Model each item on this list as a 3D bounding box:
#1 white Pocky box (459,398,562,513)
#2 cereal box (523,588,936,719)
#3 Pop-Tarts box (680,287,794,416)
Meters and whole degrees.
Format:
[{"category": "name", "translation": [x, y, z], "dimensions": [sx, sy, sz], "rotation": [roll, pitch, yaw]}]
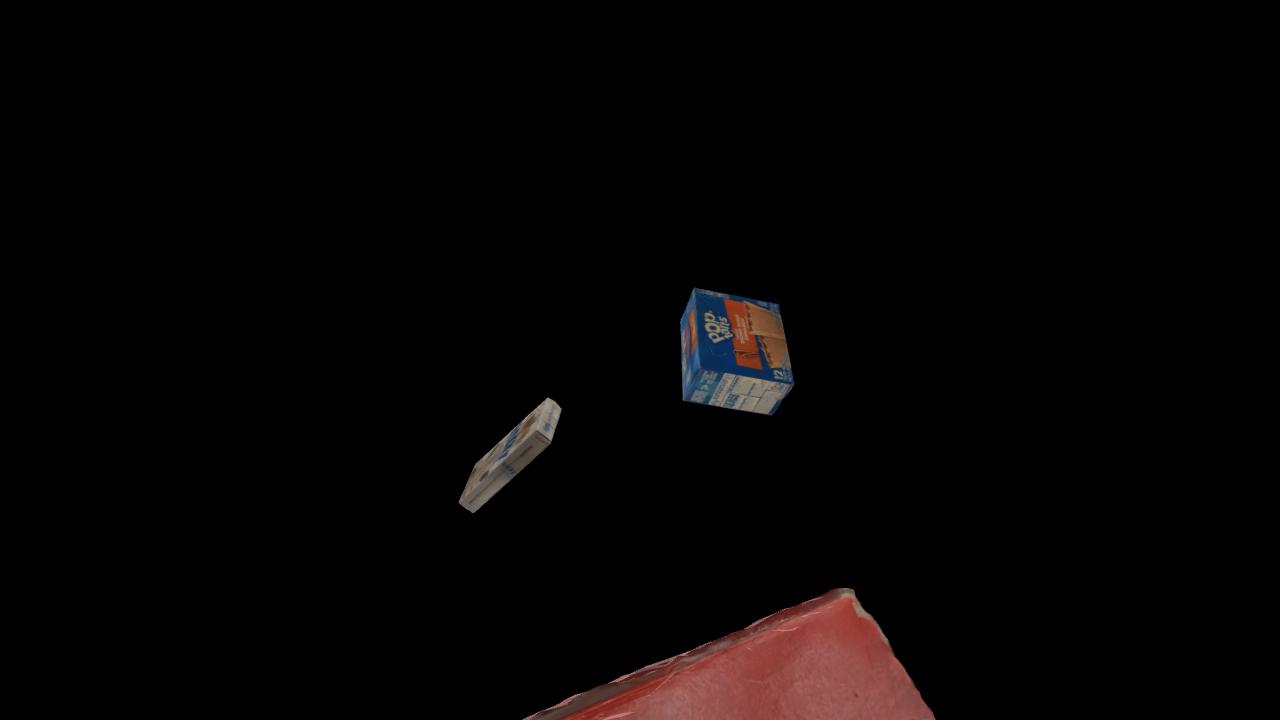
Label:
[{"category": "white Pocky box", "translation": [-0.163, 0.120, 0.778], "dimensions": [0.154, 0.028, 0.084], "rotation": [-42, 17, 19]}, {"category": "cereal box", "translation": [-0.058, 0.190, 0.177], "dimensions": [0.203, 0.081, 0.306], "rotation": [-11, -40, -24]}, {"category": "Pop-Tarts box", "translation": [0.139, -0.015, 0.918], "dimensions": [0.141, 0.167, 0.083], "rotation": [10, -44, -9]}]
